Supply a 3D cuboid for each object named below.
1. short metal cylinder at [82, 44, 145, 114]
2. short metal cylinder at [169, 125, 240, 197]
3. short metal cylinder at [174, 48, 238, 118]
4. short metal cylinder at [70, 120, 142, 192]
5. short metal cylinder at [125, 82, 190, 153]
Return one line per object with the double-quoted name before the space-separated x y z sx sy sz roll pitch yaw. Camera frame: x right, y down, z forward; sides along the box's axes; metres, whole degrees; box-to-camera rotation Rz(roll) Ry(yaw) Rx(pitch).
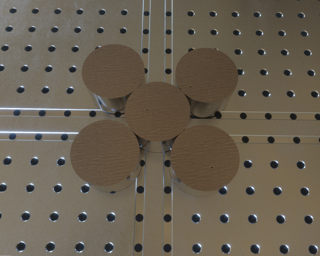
"short metal cylinder" -0.060 -0.066 0.421 0.081 0.050 0.080 0 70 0
"short metal cylinder" 0.052 0.042 0.383 0.081 0.050 0.080 0 70 0
"short metal cylinder" 0.060 -0.060 0.419 0.081 0.050 0.080 0 70 0
"short metal cylinder" -0.064 0.036 0.383 0.081 0.050 0.080 0 70 0
"short metal cylinder" -0.003 -0.013 0.403 0.081 0.050 0.080 0 70 0
